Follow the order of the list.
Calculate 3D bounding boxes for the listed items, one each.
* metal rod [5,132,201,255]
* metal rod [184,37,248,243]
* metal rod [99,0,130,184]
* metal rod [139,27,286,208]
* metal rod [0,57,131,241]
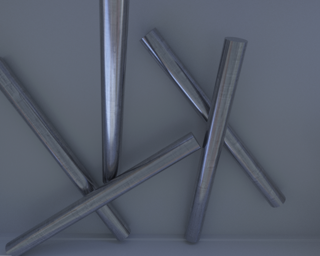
[{"bbox_3d":[-0.080,0.093,0.415,0.300,0.025,0.025,-32,107,8],"label":"metal rod"},{"bbox_3d":[0.066,0.035,0.403,0.025,0.025,0.298,6,118,-3],"label":"metal rod"},{"bbox_3d":[-0.051,-0.031,0.334,0.025,0.025,0.298,7,135,-3],"label":"metal rod"},{"bbox_3d":[0.078,-0.003,0.411,0.025,0.025,0.300,-37,107,12],"label":"metal rod"},{"bbox_3d":[-0.130,0.040,0.424,0.025,0.025,0.299,-29,108,10],"label":"metal rod"}]
